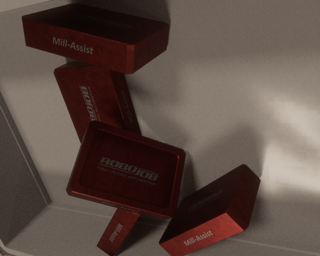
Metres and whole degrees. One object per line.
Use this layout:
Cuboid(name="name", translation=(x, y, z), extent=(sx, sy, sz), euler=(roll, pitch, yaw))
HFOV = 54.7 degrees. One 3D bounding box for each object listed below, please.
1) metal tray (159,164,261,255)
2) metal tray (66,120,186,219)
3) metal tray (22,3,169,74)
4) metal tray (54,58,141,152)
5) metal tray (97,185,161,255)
Cuboid(name="metal tray", translation=(0.063, 0.108, 0.399), extent=(0.030, 0.090, 0.129), euler=(46, 129, -4))
Cuboid(name="metal tray", translation=(-0.038, 0.054, 0.385), extent=(0.131, 0.090, 0.030), euler=(19, 154, -16))
Cuboid(name="metal tray", translation=(-0.067, -0.102, 0.337), extent=(0.130, 0.090, 0.030), euler=(18, 125, 17))
Cuboid(name="metal tray", translation=(-0.084, -0.028, 0.430), extent=(0.090, 0.030, 0.129), euler=(0, 119, 27))
Cuboid(name="metal tray", translation=(-0.042, 0.124, 0.463), extent=(0.030, 0.090, 0.129), euler=(34, 129, 6))
